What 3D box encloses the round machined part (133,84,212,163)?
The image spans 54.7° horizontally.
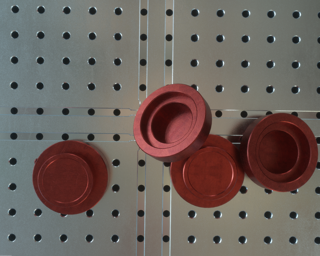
[{"bbox_3d":[0.019,-0.003,0.389,0.098,0.042,0.098,-13,61,25],"label":"round machined part"}]

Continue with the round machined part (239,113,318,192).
[{"bbox_3d":[0.148,0.031,0.400,0.099,0.042,0.097,1,86,-13],"label":"round machined part"}]

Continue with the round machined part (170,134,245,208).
[{"bbox_3d":[0.063,0.057,0.406,0.099,0.042,0.097,0,90,-1],"label":"round machined part"}]

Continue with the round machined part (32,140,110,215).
[{"bbox_3d":[-0.117,0.065,0.403,0.099,0.042,0.097,0,90,-1],"label":"round machined part"}]
